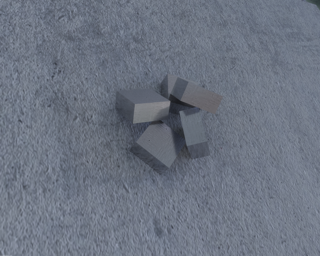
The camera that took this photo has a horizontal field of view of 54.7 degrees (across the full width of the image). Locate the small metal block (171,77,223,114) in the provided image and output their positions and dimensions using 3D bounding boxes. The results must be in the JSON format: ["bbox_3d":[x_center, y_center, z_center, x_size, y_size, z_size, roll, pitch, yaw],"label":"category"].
[{"bbox_3d":[0.047,-0.044,0.410,0.050,0.025,0.050,20,11,-17],"label":"small metal block"}]

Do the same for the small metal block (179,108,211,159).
[{"bbox_3d":[0.047,0.008,0.408,0.025,0.050,0.050,-14,63,8],"label":"small metal block"}]

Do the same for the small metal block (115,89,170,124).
[{"bbox_3d":[-0.023,-0.029,0.396,0.050,0.025,0.050,-8,28,-32],"label":"small metal block"}]

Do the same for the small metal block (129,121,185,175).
[{"bbox_3d":[-0.002,0.023,0.392,0.050,0.025,0.050,38,51,-2],"label":"small metal block"}]

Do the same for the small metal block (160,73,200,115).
[{"bbox_3d":[0.029,-0.046,0.451,0.050,0.025,0.050,13,56,-22],"label":"small metal block"}]

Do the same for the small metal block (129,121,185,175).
[{"bbox_3d":[-0.002,0.022,0.392,0.050,0.025,0.050,39,51,-3],"label":"small metal block"}]
